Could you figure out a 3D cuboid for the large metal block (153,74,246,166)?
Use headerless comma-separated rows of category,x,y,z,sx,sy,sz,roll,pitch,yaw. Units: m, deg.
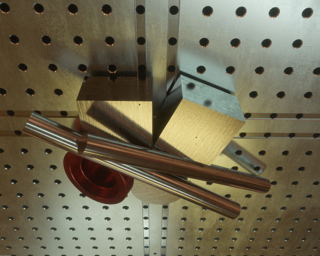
large metal block,0.044,-0.008,0.383,0.080,0.050,0.079,19,128,-16

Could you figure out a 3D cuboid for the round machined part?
round machined part,-0.079,0.056,0.428,0.098,0.042,0.097,14,129,18

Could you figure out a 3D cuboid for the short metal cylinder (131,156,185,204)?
short metal cylinder,-0.001,0.065,0.445,0.081,0.050,0.079,0,130,0

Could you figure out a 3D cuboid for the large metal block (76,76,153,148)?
large metal block,-0.049,-0.015,0.373,0.081,0.050,0.079,1,130,-1

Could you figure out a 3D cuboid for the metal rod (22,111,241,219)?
metal rod,-0.017,0.056,0.387,0.301,0.025,0.025,27,125,-23

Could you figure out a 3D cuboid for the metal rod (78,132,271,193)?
metal rod,0.041,0.053,0.403,0.302,0.025,0.025,17,130,-33
